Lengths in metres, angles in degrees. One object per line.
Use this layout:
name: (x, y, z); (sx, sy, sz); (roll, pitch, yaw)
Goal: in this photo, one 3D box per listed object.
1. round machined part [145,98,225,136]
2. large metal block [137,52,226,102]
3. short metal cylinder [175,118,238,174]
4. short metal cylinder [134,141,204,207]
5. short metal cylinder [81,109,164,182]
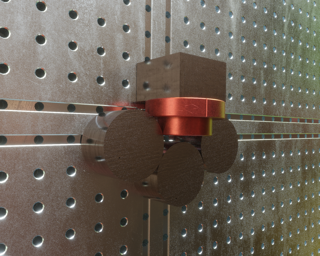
round machined part: (0.031, -0.011, 0.385); (0.099, 0.098, 0.042); (2, 88, -40)
large metal block: (0.027, -0.058, 0.395); (0.081, 0.080, 0.050); (1, 90, -40)
short metal cylinder: (0.069, 0.024, 0.451); (0.081, 0.050, 0.079); (0, 90, -40)
short metal cylinder: (0.012, 0.057, 0.403); (0.081, 0.050, 0.079); (0, 90, -40)
short metal cylinder: (-0.042, 0.019, 0.358); (0.081, 0.050, 0.079); (0, 90, -40)
